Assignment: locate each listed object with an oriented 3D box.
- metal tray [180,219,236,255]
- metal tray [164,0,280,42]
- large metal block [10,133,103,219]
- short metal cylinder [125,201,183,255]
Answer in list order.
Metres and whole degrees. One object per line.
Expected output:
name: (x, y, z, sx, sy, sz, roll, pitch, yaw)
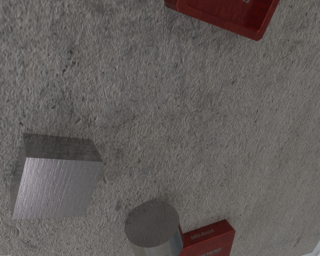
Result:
metal tray: (0.076, 0.233, 0.589, 0.131, 0.030, 0.089, -11, 123, -23)
metal tray: (0.079, -0.159, 0.347, 0.131, 0.030, 0.089, 7, 115, -32)
large metal block: (-0.122, 0.056, 0.359, 0.081, 0.050, 0.079, 8, 114, -32)
short metal cylinder: (-0.008, 0.157, 0.464, 0.081, 0.080, 0.050, -23, 127, -14)
